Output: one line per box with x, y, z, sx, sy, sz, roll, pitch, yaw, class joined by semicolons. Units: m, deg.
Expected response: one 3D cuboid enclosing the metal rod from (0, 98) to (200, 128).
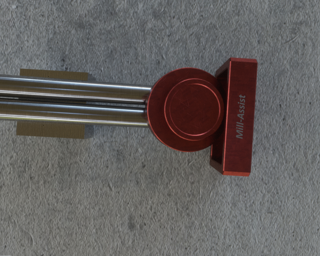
-0.066;-0.015;0.365;0.302;0.025;0.025;3;90;-13;metal rod

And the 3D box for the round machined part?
0.034;-0.021;0.354;0.099;0.042;0.097;0;92;-11;round machined part

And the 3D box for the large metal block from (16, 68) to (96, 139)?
-0.128;-0.029;0.393;0.081;0.050;0.079;3;90;-1;large metal block

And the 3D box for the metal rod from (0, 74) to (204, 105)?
-0.064;-0.042;0.365;0.302;0.025;0.025;2;90;-13;metal rod

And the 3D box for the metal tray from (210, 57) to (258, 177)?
0.087;-0.012;0.379;0.030;0.090;0.129;4;90;0;metal tray
